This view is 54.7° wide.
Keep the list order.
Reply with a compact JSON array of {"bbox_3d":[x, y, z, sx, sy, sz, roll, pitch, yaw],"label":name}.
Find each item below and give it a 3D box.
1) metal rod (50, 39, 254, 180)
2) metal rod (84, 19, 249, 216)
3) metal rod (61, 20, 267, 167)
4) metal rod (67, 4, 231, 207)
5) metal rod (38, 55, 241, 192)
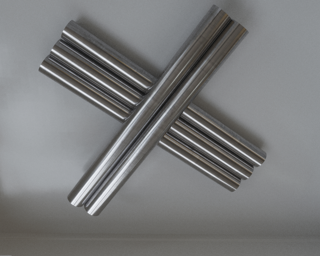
[{"bbox_3d":[-0.002,-0.018,0.403,0.301,0.025,0.025,33,107,-12],"label":"metal rod"},{"bbox_3d":[-0.002,-0.001,0.382,0.025,0.025,0.299,36,106,-12],"label":"metal rod"},{"bbox_3d":[0.014,-0.037,0.396,0.301,0.025,0.025,33,107,-12],"label":"metal rod"},{"bbox_3d":[-0.023,-0.015,0.377,0.025,0.025,0.299,36,106,-12],"label":"metal rod"},{"bbox_3d":[-0.017,0.000,0.409,0.301,0.025,0.025,33,107,-12],"label":"metal rod"}]
